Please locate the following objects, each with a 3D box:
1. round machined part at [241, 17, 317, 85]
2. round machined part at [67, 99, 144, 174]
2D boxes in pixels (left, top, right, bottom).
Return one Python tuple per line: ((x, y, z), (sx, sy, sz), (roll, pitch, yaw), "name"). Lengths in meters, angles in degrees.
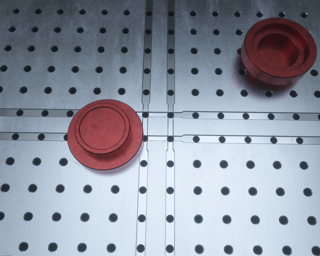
((0.164, -0.104, 0.442), (0.099, 0.042, 0.098), (0, 70, 0), "round machined part")
((-0.071, 0.007, 0.400), (0.099, 0.042, 0.098), (0, 70, 0), "round machined part")
